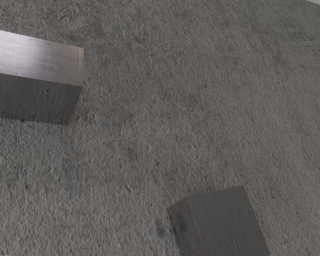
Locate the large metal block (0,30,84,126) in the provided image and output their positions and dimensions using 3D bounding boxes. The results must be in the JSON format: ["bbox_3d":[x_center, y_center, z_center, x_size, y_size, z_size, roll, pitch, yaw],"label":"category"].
[{"bbox_3d":[-0.130,-0.048,0.327,0.081,0.080,0.050,7,59,-25],"label":"large metal block"}]

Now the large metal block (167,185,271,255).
[{"bbox_3d":[0.064,0.117,0.351,0.081,0.050,0.080,-4,64,-30],"label":"large metal block"}]
